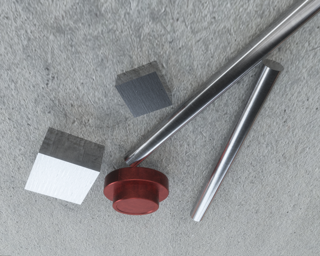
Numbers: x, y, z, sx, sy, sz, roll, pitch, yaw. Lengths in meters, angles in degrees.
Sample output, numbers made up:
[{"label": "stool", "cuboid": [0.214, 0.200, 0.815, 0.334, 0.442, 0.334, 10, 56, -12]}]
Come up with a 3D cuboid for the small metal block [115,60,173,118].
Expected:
[{"label": "small metal block", "cuboid": [-0.018, -0.045, 0.369, 0.050, 0.025, 0.050, -18, 128, 14]}]

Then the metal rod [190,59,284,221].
[{"label": "metal rod", "cuboid": [0.096, 0.040, 0.442, 0.025, 0.025, 0.298, 9, 130, -8]}]

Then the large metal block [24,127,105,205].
[{"label": "large metal block", "cuboid": [-0.133, 0.055, 0.436, 0.080, 0.050, 0.080, 21, 127, -18]}]

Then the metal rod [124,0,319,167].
[{"label": "metal rod", "cuboid": [0.056, -0.041, 0.373, 0.025, 0.025, 0.299, 33, 122, -25]}]

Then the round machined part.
[{"label": "round machined part", "cuboid": [-0.036, 0.100, 0.466, 0.099, 0.042, 0.097, -1, 144, 0]}]
